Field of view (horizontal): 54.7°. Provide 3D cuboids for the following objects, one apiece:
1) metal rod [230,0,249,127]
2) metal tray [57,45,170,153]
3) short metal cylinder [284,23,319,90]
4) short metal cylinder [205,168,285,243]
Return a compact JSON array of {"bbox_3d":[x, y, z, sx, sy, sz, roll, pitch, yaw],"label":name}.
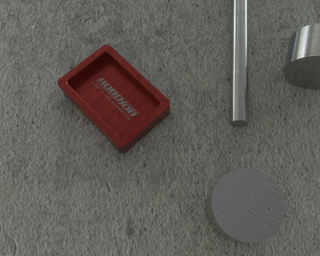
[{"bbox_3d":[0.119,-0.146,0.462,0.025,0.025,0.299,5,70,2],"label":"metal rod"},{"bbox_3d":[-0.061,-0.042,0.420,0.090,0.030,0.130,-42,76,-14],"label":"metal tray"},{"bbox_3d":[0.212,-0.093,0.415,0.080,0.080,0.050,15,71,5],"label":"short metal cylinder"},{"bbox_3d":[0.097,0.092,0.362,0.081,0.050,0.080,0,70,0],"label":"short metal cylinder"}]
